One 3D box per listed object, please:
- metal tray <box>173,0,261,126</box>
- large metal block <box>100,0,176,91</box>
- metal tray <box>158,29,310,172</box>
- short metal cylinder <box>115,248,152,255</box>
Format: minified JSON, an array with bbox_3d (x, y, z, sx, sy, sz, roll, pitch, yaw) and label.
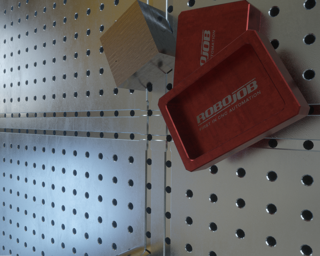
[{"bbox_3d":[0.061,-0.070,0.356,0.090,0.030,0.129,7,94,39],"label":"metal tray"},{"bbox_3d":[-0.026,-0.107,0.415,0.080,0.050,0.080,-33,70,35],"label":"large metal block"},{"bbox_3d":[0.065,-0.022,0.312,0.130,0.030,0.090,-35,69,34],"label":"metal tray"},{"bbox_3d":[-0.043,0.214,0.429,0.080,0.050,0.079,0,90,40],"label":"short metal cylinder"}]
